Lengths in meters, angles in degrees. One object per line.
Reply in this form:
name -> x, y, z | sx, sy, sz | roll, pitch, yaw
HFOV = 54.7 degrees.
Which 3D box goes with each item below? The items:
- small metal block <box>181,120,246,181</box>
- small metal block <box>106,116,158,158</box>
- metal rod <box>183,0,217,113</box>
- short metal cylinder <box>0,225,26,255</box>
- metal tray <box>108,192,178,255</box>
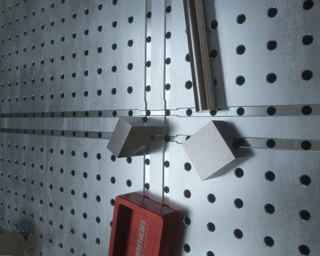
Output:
small metal block -> 0.061, 0.026, 0.358 | 0.050, 0.025, 0.050 | -42, 65, 31
small metal block -> -0.038, 0.012, 0.422 | 0.025, 0.050, 0.050 | 40, 114, 32
metal rod -> 0.039, -0.167, 0.375 | 0.025, 0.025, 0.298 | -10, 84, 39
short metal cylinder -> -0.329, 0.248, 0.641 | 0.050, 0.081, 0.079 | 3, 92, 39
metal tray -> -0.028, 0.165, 0.426 | 0.090, 0.030, 0.129 | 13, 98, 39
